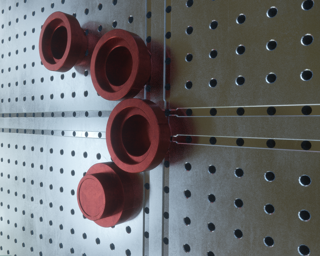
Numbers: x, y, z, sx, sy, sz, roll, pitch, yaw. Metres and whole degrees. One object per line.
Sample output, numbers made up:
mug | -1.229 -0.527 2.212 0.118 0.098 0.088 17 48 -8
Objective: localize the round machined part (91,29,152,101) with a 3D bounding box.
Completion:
round machined part | -0.051 -0.086 0.438 0.098 0.042 0.097 0 90 39

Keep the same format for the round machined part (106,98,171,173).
round machined part | -0.025 0.010 0.417 0.098 0.042 0.097 0 90 39

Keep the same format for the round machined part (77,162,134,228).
round machined part | -0.088 0.102 0.469 0.098 0.042 0.097 0 90 39

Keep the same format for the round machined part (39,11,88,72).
round machined part | -0.162 -0.144 0.529 0.098 0.042 0.097 0 90 39
